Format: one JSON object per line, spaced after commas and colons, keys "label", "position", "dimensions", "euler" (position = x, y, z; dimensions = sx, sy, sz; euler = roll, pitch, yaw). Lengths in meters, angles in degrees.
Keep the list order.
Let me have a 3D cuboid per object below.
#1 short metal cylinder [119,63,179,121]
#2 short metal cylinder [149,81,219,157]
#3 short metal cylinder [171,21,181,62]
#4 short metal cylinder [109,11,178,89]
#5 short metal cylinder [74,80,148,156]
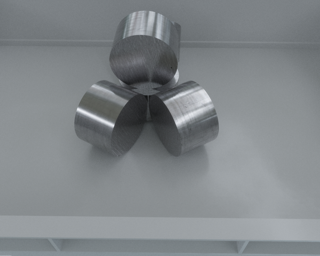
{"label": "short metal cylinder", "position": [-0.015, -0.056, 0.432], "dimensions": [0.080, 0.050, 0.080], "euler": [0, 50, 0]}
{"label": "short metal cylinder", "position": [0.027, -0.012, 0.377], "dimensions": [0.050, 0.080, 0.080], "euler": [-23, 54, -17]}
{"label": "short metal cylinder", "position": [-0.009, -0.128, 0.466], "dimensions": [0.080, 0.080, 0.050], "euler": [3, 93, 2]}
{"label": "short metal cylinder", "position": [-0.018, -0.094, 0.381], "dimensions": [0.080, 0.080, 0.050], "euler": [2, 50, 2]}
{"label": "short metal cylinder", "position": [-0.057, -0.012, 0.377], "dimensions": [0.050, 0.080, 0.080], "euler": [23, 54, 18]}
